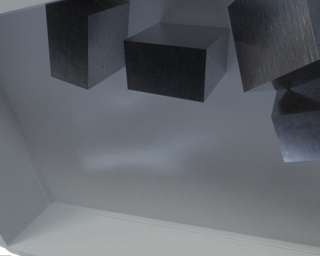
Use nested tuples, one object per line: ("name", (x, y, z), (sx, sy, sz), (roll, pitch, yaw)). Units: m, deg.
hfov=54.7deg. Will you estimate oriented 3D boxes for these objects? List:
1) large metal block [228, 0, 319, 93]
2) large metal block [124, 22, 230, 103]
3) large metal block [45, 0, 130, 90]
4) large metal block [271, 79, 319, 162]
("large metal block", (0.104, -0.079, 0.247), (0.080, 0.050, 0.080), (155, 107, -67))
("large metal block", (0.020, -0.072, 0.318), (0.080, 0.080, 0.050), (12, 124, 21))
("large metal block", (-0.079, -0.101, 0.352), (0.050, 0.080, 0.079), (21, 126, 16))
("large metal block", (0.152, -0.017, 0.279), (0.080, 0.080, 0.050), (-9, 120, 32))
